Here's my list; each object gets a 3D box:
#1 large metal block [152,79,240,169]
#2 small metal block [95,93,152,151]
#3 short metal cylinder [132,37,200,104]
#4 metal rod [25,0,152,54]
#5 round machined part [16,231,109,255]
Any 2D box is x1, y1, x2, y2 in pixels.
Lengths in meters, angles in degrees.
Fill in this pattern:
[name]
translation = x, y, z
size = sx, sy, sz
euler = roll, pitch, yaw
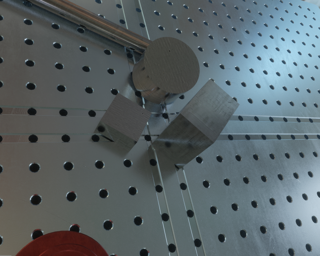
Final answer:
[large metal block]
translation = 0.045, -0.005, 0.400
size = 0.050, 0.080, 0.080
euler = 42, 51, 0
[small metal block]
translation = -0.045, -0.008, 0.389
size = 0.050, 0.025, 0.050
euler = 31, 52, -9
[short metal cylinder]
translation = 0.008, -0.078, 0.431
size = 0.081, 0.050, 0.080
euler = 5, 75, -21
[metal rod]
translation = -0.086, -0.149, 0.452
size = 0.302, 0.025, 0.025
euler = 22, 54, -15
[round machined part]
translation = -0.084, 0.139, 0.267
size = 0.099, 0.042, 0.098
euler = 14, 56, -21
